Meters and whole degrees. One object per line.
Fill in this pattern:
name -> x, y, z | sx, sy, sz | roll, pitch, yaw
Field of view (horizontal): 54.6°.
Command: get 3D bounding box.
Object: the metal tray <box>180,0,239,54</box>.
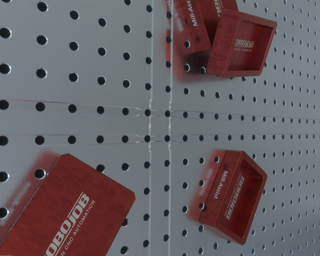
metal tray -> 0.075, -0.189, 0.467 | 0.091, 0.030, 0.129 | -34, 111, -35

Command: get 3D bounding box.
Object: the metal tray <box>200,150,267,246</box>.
metal tray -> 0.124, 0.112, 0.508 | 0.090, 0.030, 0.130 | 40, 66, -33

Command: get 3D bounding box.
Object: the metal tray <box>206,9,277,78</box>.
metal tray -> 0.129, -0.126, 0.477 | 0.131, 0.030, 0.089 | -13, 122, -48

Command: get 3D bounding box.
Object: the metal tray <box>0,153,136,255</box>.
metal tray -> -0.094, 0.102, 0.309 | 0.090, 0.030, 0.130 | 35, 67, -15
